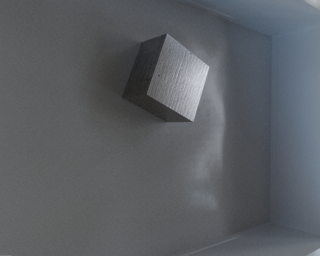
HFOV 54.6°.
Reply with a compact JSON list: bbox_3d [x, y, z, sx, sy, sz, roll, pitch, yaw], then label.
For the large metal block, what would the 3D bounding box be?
[{"bbox_3d":[0.009,-0.059,0.397,0.080,0.050,0.080,28,73,-37],"label":"large metal block"}]
